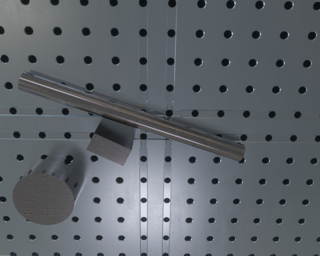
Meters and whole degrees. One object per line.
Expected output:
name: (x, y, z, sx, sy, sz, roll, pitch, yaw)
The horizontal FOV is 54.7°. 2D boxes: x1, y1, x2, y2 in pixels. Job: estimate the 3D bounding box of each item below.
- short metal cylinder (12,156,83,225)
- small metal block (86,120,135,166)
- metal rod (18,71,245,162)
short metal cylinder: (-0.153, 0.086, 0.430, 0.081, 0.050, 0.079, 0, 110, 0)
small metal block: (-0.063, 0.019, 0.406, 0.050, 0.050, 0.025, 25, 108, -9)
metal rod: (-0.031, -0.012, 0.408, 0.302, 0.025, 0.025, 18, 109, -7)
